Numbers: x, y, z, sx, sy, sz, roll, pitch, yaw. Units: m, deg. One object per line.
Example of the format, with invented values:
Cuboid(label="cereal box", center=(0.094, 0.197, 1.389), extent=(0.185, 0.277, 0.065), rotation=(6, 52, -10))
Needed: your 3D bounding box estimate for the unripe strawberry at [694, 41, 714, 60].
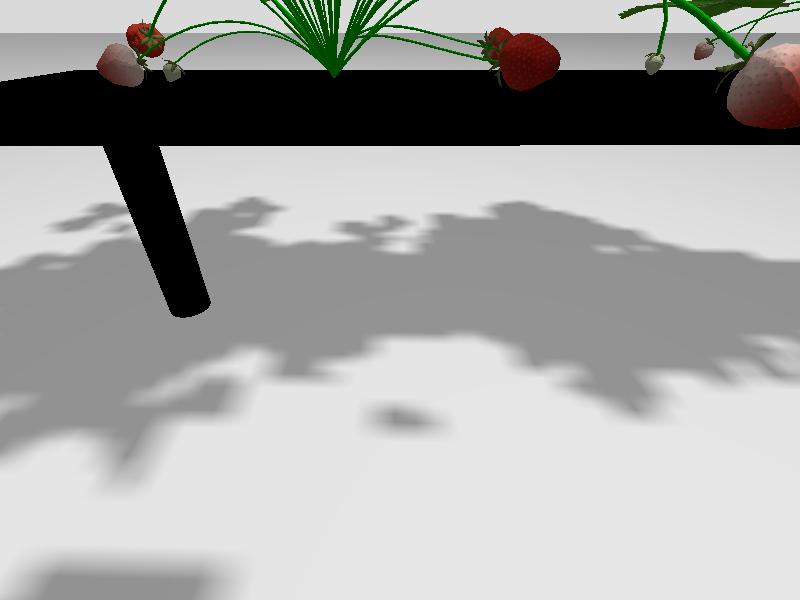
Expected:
Cuboid(label="unripe strawberry", center=(0.324, -0.266, 0.428), extent=(0.019, 0.017, 0.017), rotation=(-16, -20, -21))

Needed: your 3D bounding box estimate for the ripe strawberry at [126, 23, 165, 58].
Cuboid(label="ripe strawberry", center=(-0.278, -0.282, 0.437), extent=(0.033, 0.032, 0.036), rotation=(6, 32, 40))

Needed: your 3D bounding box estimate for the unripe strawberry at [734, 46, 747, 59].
Cuboid(label="unripe strawberry", center=(0.342, -0.249, 0.403), extent=(0.011, 0.011, 0.010), rotation=(-15, 38, -20))

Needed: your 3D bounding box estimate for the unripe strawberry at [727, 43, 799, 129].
Cuboid(label="unripe strawberry", center=(0.142, -0.079, 0.151), extent=(0.031, 0.031, 0.027), rotation=(-31, -10, -37))

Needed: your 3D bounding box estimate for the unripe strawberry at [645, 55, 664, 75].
Cuboid(label="unripe strawberry", center=(0.160, -0.149, 0.253), extent=(0.010, 0.011, 0.011), rotation=(9, 36, 12))

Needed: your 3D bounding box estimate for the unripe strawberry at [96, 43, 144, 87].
Cuboid(label="unripe strawberry", center=(-0.181, -0.150, 0.258), extent=(0.025, 0.025, 0.023), rotation=(-23, 39, -11))

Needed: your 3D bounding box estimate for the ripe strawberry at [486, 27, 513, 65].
Cuboid(label="ripe strawberry", center=(0.098, -0.242, 0.383), extent=(0.032, 0.031, 0.030), rotation=(-21, 40, -28))

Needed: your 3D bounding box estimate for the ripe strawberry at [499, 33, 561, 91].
Cuboid(label="ripe strawberry", center=(0.075, -0.137, 0.231), extent=(0.034, 0.029, 0.034), rotation=(21, 40, 26))

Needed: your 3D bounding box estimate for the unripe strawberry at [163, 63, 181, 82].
Cuboid(label="unripe strawberry", center=(-0.158, -0.157, 0.277), extent=(0.011, 0.011, 0.013), rotation=(26, 21, -33))
